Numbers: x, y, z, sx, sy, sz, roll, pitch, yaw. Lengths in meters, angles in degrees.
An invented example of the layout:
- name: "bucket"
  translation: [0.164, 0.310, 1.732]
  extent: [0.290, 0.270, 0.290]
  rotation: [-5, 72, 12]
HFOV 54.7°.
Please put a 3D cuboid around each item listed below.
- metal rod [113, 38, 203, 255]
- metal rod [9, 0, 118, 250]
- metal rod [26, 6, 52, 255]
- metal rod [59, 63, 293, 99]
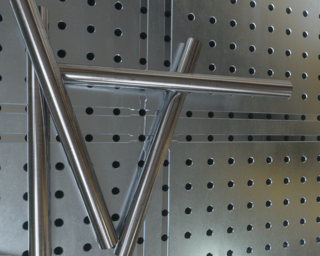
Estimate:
- name: "metal rod"
  translation: [0.000, 0.022, 0.413]
  extent: [0.025, 0.025, 0.299]
  rotation: [21, 83, -19]
- name: "metal rod"
  translation: [-0.104, 0.005, 0.357]
  extent: [0.025, 0.025, 0.298]
  rotation: [-20, 104, -19]
- name: "metal rod"
  translation: [-0.141, 0.011, 0.360]
  extent: [0.025, 0.025, 0.298]
  rotation: [-1, 90, -20]
- name: "metal rod"
  translation: [0.026, -0.059, 0.397]
  extent: [0.302, 0.025, 0.025]
  rotation: [2, 89, -11]
